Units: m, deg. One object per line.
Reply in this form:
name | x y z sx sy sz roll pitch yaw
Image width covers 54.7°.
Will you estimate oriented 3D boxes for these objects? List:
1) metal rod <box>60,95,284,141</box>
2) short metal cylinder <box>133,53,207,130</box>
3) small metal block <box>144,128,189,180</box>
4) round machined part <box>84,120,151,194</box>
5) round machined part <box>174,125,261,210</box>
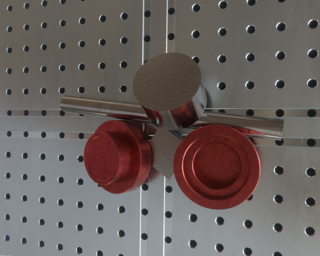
metal rod | 0.001 -0.017 0.408 0.301 0.025 0.025 8 93 19
short metal cylinder | 0.013 -0.044 0.375 0.080 0.050 0.080 -6 63 13
small metal block | 0.011 0.031 0.405 0.050 0.025 0.050 38 102 16
round machined part | -0.062 0.038 0.408 0.098 0.042 0.097 1 91 38
round machined part | 0.069 0.044 0.373 0.098 0.042 0.097 1 93 17
